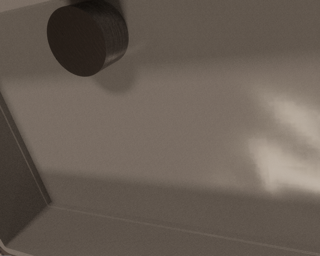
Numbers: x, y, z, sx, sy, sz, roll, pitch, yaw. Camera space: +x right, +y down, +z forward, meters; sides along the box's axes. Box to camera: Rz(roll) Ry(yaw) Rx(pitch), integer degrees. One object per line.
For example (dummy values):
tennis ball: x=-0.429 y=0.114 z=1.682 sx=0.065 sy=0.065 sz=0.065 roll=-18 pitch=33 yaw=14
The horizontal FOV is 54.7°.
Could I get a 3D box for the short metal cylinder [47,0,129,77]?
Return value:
short metal cylinder: x=-0.085 y=-0.108 z=0.369 sx=0.080 sy=0.050 sz=0.079 roll=13 pitch=124 yaw=20
